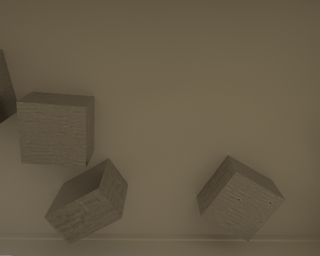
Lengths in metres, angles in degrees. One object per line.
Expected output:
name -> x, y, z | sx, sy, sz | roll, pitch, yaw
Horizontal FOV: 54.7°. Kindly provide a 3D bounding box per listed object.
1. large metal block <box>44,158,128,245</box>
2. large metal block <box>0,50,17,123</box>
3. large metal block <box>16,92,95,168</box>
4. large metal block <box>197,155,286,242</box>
large metal block -> -0.094, 0.096, 0.416 | 0.080, 0.080, 0.050 | -29, 108, 10
large metal block -> -0.217, -0.044, 0.364 | 0.050, 0.080, 0.079 | -6, 110, 2
large metal block -> -0.130, 0.001, 0.397 | 0.081, 0.050, 0.079 | 4, 110, -2
large metal block -> 0.110, 0.098, 0.435 | 0.080, 0.050, 0.080 | 30, 107, -11
